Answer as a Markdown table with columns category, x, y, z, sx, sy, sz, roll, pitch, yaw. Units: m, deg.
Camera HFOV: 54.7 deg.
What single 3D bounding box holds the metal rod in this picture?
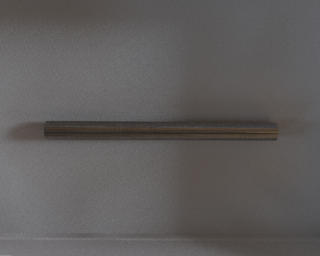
| category | x | y | z | sx | sy | sz | roll | pitch | yaw |
| --- | --- | --- | --- | --- | --- | --- | --- | --- | --- |
| metal rod | 0.002 | 0.004 | 0.411 | 0.302 | 0.025 | 0.025 | 0 | 110 | -1 |
